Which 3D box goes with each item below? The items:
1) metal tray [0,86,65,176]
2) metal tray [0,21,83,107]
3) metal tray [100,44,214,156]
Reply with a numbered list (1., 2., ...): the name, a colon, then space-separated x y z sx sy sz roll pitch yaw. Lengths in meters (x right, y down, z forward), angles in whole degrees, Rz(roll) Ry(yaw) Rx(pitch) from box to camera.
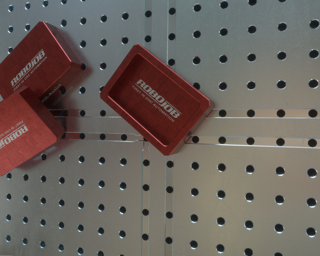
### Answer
1. metal tray: -0.223 0.008 0.469 0.130 0.030 0.090 -30 109 17
2. metal tray: -0.192 -0.087 0.479 0.130 0.030 0.090 -39 78 15
3. metal tray: -0.006 -0.037 0.412 0.130 0.030 0.090 41 103 15
